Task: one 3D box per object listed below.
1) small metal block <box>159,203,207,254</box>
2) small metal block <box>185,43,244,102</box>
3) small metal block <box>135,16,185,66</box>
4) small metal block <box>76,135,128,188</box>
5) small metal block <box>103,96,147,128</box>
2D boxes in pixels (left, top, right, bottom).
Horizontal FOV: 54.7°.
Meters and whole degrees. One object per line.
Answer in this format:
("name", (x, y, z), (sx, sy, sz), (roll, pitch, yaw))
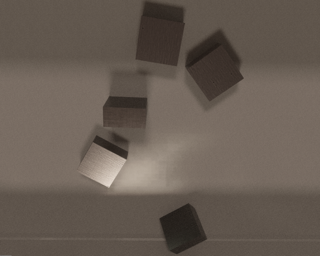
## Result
("small metal block", (0.033, 0.146, 0.449), (0.050, 0.050, 0.025), (-30, 139, 10))
("small metal block", (0.067, -0.070, 0.387), (0.050, 0.025, 0.050), (-35, 107, 11))
("small metal block", (0.000, -0.105, 0.373), (0.050, 0.025, 0.050), (9, 110, -4))
("small metal block", (-0.079, 0.046, 0.427), (0.050, 0.025, 0.050), (29, 107, -11))
("small metal block", (-0.042, -0.021, 0.390), (0.050, 0.050, 0.025), (2, 110, -1))
